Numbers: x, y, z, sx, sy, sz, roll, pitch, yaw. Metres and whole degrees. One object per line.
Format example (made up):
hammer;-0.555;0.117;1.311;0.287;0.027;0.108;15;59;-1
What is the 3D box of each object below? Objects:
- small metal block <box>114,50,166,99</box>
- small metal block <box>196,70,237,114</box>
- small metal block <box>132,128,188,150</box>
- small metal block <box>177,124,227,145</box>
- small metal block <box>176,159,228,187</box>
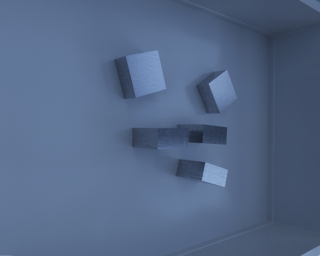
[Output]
small metal block;-0.024;-0.067;0.388;0.050;0.025;0.050;-22;104;-38
small metal block;0.089;-0.057;0.484;0.050;0.025;0.050;-38;114;-34
small metal block;0.000;0.012;0.393;0.050;0.050;0.025;0;90;-40
small metal block;0.060;0.009;0.443;0.050;0.050;0.025;6;87;-40
small metal block;0.060;0.064;0.443;0.050;0.050;0.025;21;77;-38
